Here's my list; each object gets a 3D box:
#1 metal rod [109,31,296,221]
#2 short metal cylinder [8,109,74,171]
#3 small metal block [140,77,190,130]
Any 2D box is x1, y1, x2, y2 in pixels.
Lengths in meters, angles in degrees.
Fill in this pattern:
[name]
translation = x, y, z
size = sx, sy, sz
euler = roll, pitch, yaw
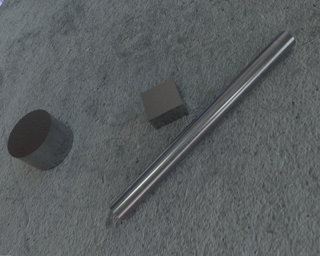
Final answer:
[metal rod]
translation = 0.054, -0.006, 0.378
size = 0.300, 0.025, 0.025
euler = -45, 51, -4
[short metal cylinder]
translation = -0.181, 0.019, 0.471
size = 0.080, 0.050, 0.080
euler = -13, 56, 21
[small metal block]
translation = 0.006, -0.033, 0.421
size = 0.050, 0.025, 0.050
euler = -26, 53, 12
